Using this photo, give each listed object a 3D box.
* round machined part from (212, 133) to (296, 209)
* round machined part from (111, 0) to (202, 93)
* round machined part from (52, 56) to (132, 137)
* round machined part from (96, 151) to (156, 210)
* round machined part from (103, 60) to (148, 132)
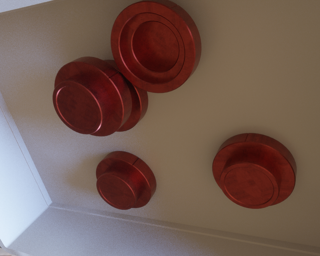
[{"bbox_3d":[0.111,0.058,0.375,0.098,0.042,0.097,13,124,20],"label":"round machined part"},{"bbox_3d":[-0.001,-0.091,0.341,0.098,0.042,0.097,13,124,20],"label":"round machined part"},{"bbox_3d":[-0.086,-0.031,0.368,0.098,0.042,0.097,13,124,20],"label":"round machined part"},{"bbox_3d":[-0.059,0.088,0.481,0.098,0.042,0.097,13,124,20],"label":"round machined part"},{"bbox_3d":[-0.069,-0.037,0.410,0.098,0.042,0.097,13,124,20],"label":"round machined part"}]
